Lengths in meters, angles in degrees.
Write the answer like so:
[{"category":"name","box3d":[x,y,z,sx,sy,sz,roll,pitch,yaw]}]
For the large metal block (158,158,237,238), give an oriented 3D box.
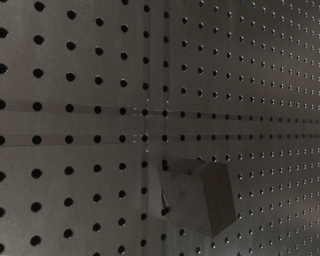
[{"category":"large metal block","box3d":[0.049,0.090,0.417,0.050,0.080,0.079,-19,103,-39]}]
